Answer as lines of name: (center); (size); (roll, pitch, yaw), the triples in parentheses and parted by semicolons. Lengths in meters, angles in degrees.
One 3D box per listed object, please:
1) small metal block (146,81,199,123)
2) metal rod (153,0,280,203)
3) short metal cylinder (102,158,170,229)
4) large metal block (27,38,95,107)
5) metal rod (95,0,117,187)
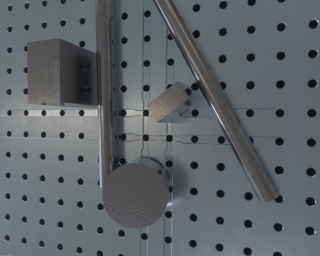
small metal block: (0.017, -0.031, 0.393); (0.050, 0.050, 0.025); (-36, 79, 16)
metal rod: (0.065, -0.049, 0.389); (0.025, 0.025, 0.299); (-29, 81, 17)
short metal cylinder: (-0.028, 0.081, 0.399); (0.080, 0.050, 0.079); (0, 92, 4)
large metal block: (-0.134, -0.072, 0.431); (0.050, 0.080, 0.079); (-1, 90, 20)
metal rod: (-0.077, -0.067, 0.439); (0.025, 0.025, 0.298); (-2, 89, 20)
